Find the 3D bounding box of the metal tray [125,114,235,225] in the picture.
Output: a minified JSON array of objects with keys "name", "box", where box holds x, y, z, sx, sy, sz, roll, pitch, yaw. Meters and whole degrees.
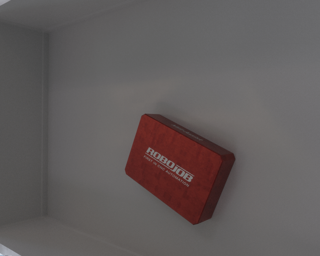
[{"name":"metal tray","box":[0.019,0.046,0.389,0.130,0.030,0.089,29,108,36]}]
